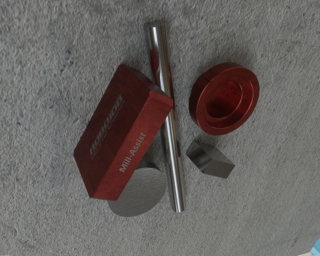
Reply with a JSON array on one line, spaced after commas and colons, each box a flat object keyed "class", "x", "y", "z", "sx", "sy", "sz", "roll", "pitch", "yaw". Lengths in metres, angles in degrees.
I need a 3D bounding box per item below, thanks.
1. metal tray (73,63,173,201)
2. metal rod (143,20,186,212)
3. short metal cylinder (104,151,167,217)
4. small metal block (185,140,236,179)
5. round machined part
[{"class": "metal tray", "x": -0.047, "y": 0.003, "z": 0.344, "sx": 0.030, "sy": 0.090, "sz": 0.129, "roll": 20, "pitch": 108, "yaw": -36}, {"class": "metal rod", "x": 0.013, "y": 0.007, "z": 0.422, "sx": 0.025, "sy": 0.025, "sz": 0.298, "roll": -21, "pitch": 127, "yaw": -17}, {"class": "short metal cylinder", "x": -0.038, "y": 0.072, "z": 0.417, "sx": 0.081, "sy": 0.050, "sz": 0.079, "roll": -14, "pitch": 125, "yaw": -21}, {"class": "small metal block", "x": 0.074, "y": 0.047, "z": 0.460, "sx": 0.050, "sy": 0.050, "sz": 0.025, "roll": 18, "pitch": 109, "yaw": -36}, {"class": "round machined part", "x": 0.081, "y": -0.042, "z": 0.417, "sx": 0.099, "sy": 0.042, "sz": 0.097, "roll": -14, "pitch": 125, "yaw": -21}]
